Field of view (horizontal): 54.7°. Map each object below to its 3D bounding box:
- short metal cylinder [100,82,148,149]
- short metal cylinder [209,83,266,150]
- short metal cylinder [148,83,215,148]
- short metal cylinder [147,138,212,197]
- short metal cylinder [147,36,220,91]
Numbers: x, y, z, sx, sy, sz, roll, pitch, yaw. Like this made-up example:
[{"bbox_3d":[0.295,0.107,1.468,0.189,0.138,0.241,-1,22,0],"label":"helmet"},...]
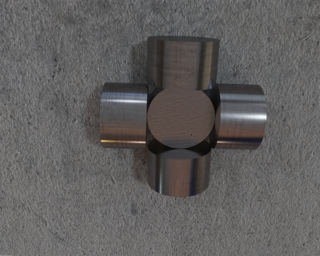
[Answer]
[{"bbox_3d":[-0.041,-0.015,0.376,0.050,0.080,0.079,2,110,-1],"label":"short metal cylinder"},{"bbox_3d":[0.091,-0.014,0.378,0.050,0.080,0.079,2,110,-1],"label":"short metal cylinder"},{"bbox_3d":[0.025,-0.021,0.391,0.081,0.050,0.079,0,110,-1],"label":"short metal cylinder"},{"bbox_3d":[0.024,0.046,0.399,0.081,0.080,0.050,0,110,-1],"label":"short metal cylinder"},{"bbox_3d":[0.025,-0.076,0.353,0.081,0.080,0.050,2,111,-1],"label":"short metal cylinder"}]
